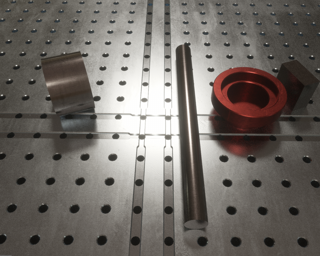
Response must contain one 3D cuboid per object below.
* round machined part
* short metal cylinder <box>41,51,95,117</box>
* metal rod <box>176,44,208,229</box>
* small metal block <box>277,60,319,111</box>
[{"bbox_3d":[0.120,-0.037,0.430,0.099,0.042,0.098,0,50,0],"label":"round machined part"},{"bbox_3d":[-0.123,-0.059,0.420,0.050,0.080,0.080,-15,52,-13],"label":"short metal cylinder"},{"bbox_3d":[0.038,-0.014,0.419,0.025,0.025,0.300,0,50,0],"label":"metal rod"},{"bbox_3d":[0.193,-0.061,0.445,0.025,0.050,0.050,-17,52,-14],"label":"small metal block"}]
